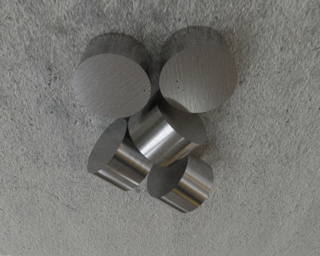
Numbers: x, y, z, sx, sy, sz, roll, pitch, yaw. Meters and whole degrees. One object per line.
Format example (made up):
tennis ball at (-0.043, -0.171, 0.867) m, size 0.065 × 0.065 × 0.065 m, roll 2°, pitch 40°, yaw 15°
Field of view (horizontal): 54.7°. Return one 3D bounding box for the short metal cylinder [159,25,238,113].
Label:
short metal cylinder at (0.039, -0.063, 0.337) m, size 0.081 × 0.050 × 0.079 m, roll 0°, pitch 130°, yaw 0°

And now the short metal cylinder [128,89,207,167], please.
short metal cylinder at (0.009, -0.001, 0.371) m, size 0.080 × 0.080 × 0.050 m, roll 33°, pitch 123°, yaw -25°

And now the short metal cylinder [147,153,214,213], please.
short metal cylinder at (0.027, 0.070, 0.431) m, size 0.050 × 0.080 × 0.080 m, roll 36°, pitch 121°, yaw -27°

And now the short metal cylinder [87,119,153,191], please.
short metal cylinder at (-0.049, 0.034, 0.400) m, size 0.050 × 0.080 × 0.080 m, roll 36°, pitch 122°, yaw -26°

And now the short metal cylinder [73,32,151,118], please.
short metal cylinder at (-0.050, -0.057, 0.341) m, size 0.081 × 0.050 × 0.079 m, roll 0°, pitch 130°, yaw 0°
